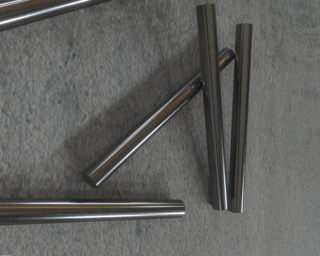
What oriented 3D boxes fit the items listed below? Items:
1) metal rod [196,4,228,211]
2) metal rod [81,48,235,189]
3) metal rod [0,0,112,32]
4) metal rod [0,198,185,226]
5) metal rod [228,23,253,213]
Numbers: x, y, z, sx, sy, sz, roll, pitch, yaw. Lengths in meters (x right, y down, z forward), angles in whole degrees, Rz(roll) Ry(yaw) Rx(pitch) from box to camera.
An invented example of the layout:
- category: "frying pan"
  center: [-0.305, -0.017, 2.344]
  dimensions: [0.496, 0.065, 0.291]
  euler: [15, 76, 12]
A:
- category: "metal rod"
  center: [0.077, -0.018, 0.446]
  dimensions: [0.025, 0.025, 0.298]
  euler: [-20, 111, -38]
- category: "metal rod"
  center: [0.016, -0.030, 0.419]
  dimensions: [0.301, 0.025, 0.025]
  euler: [-43, 117, -32]
- category: "metal rod"
  center: [-0.098, -0.133, 0.323]
  dimensions: [0.302, 0.025, 0.025]
  euler: [-34, 111, -35]
- category: "metal rod"
  center: [-0.088, 0.088, 0.332]
  dimensions: [0.302, 0.025, 0.025]
  euler: [12, 83, -40]
- category: "metal rod"
  center: [0.128, -0.012, 0.497]
  dimensions: [0.025, 0.025, 0.298]
  euler: [-4, 98, -40]
